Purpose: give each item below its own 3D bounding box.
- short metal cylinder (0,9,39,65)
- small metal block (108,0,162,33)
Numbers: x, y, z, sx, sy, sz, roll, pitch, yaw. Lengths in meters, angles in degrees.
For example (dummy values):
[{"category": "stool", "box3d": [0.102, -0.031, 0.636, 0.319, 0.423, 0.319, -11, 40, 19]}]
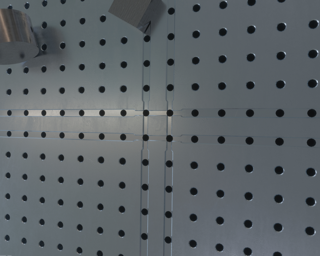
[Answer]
[{"category": "short metal cylinder", "box3d": [-0.230, -0.134, 0.464, 0.080, 0.080, 0.050, -18, 84, 19]}, {"category": "small metal block", "box3d": [-0.034, -0.167, 0.425, 0.050, 0.025, 0.050, 34, 101, 16]}]
